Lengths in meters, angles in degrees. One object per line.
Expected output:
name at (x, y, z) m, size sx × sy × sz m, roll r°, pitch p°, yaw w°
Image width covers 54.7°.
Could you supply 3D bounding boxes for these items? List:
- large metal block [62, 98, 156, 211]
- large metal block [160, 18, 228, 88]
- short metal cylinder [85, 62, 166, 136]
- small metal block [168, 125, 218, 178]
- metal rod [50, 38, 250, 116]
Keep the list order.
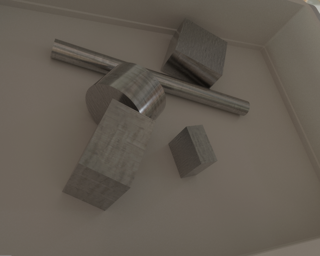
large metal block at (-0.054, 0.030, 0.324) m, size 0.050 × 0.080 × 0.080 m, roll 28°, pitch 52°, yaw -11°
large metal block at (0.055, -0.114, 0.491) m, size 0.080 × 0.050 × 0.080 m, roll 26°, pitch 53°, yaw -13°
short metal cylinder at (-0.040, -0.030, 0.369) m, size 0.080 × 0.080 × 0.050 m, roll 40°, pitch 51°, yaw -1°
small metal block at (0.040, 0.030, 0.395) m, size 0.025 × 0.050 × 0.050 m, roll -6°, pitch 65°, yaw -31°
metal rod at (0.000, -0.067, 0.448) m, size 0.302 × 0.025 × 0.025 m, roll 14°, pitch 56°, yaw -21°
